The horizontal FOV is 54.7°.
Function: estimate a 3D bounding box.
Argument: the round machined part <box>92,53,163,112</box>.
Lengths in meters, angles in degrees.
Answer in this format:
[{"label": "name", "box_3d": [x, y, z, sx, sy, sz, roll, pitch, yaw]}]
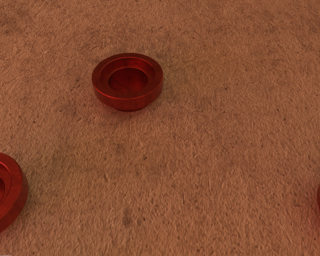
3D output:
[{"label": "round machined part", "box_3d": [-0.045, -0.061, 0.443, 0.099, 0.042, 0.098, 0, 50, 0]}]

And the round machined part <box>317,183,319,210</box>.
[{"label": "round machined part", "box_3d": [0.215, 0.085, 0.322, 0.099, 0.042, 0.098, 0, 50, 0]}]

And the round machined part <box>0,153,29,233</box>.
[{"label": "round machined part", "box_3d": [-0.189, 0.076, 0.327, 0.099, 0.042, 0.098, 0, 50, 0]}]
